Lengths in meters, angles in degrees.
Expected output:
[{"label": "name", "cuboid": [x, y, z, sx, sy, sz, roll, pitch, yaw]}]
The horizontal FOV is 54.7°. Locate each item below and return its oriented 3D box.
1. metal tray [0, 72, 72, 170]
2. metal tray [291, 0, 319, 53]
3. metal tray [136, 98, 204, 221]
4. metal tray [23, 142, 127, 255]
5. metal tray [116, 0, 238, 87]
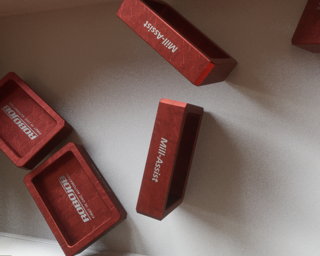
[{"label": "metal tray", "cuboid": [-0.208, -0.012, 0.461, 0.130, 0.030, 0.090, 41, 79, 15]}, {"label": "metal tray", "cuboid": [0.185, -0.117, 0.287, 0.030, 0.130, 0.089, 17, 102, -11]}, {"label": "metal tray", "cuboid": [0.015, 0.034, 0.369, 0.030, 0.090, 0.129, 14, 95, 19]}, {"label": "metal tray", "cuboid": [-0.119, 0.096, 0.431, 0.090, 0.030, 0.130, -38, 74, 1]}, {"label": "metal tray", "cuboid": [0.022, -0.105, 0.364, 0.130, 0.091, 0.030, 45, 119, 14]}]
